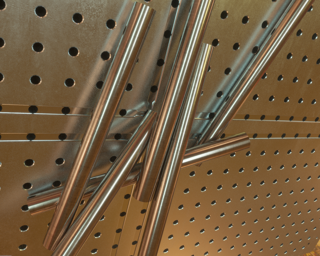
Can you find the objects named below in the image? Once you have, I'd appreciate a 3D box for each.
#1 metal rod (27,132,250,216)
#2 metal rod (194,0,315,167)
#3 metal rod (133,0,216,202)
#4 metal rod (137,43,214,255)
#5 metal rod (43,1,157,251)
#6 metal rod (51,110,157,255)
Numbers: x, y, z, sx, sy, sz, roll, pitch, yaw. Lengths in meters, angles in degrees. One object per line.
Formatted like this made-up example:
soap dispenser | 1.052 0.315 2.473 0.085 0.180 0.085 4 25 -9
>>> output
metal rod | -0.018 0.057 0.416 0.302 0.025 0.025 -15 125 -13
metal rod | 0.128 -0.072 0.435 0.025 0.025 0.299 22 106 -36
metal rod | 0.020 -0.050 0.362 0.025 0.025 0.298 9 106 -32
metal rod | 0.016 0.042 0.395 0.025 0.025 0.298 11 98 -33
metal rod | -0.073 0.008 0.352 0.025 0.025 0.298 16 103 -35
metal rod | -0.085 0.107 0.370 0.025 0.025 0.300 43 75 -39
